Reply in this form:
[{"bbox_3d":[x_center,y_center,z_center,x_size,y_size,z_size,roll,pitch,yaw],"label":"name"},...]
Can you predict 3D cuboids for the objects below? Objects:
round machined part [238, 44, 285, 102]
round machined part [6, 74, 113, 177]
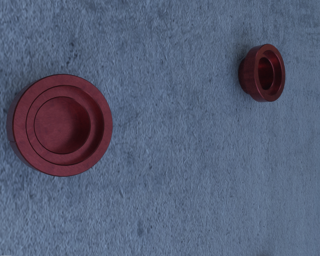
[{"bbox_3d":[0.174,-0.093,0.539,0.099,0.042,0.097,0,90,-40],"label":"round machined part"},{"bbox_3d":[-0.101,-0.003,0.309,0.099,0.042,0.097,0,90,-40],"label":"round machined part"}]
